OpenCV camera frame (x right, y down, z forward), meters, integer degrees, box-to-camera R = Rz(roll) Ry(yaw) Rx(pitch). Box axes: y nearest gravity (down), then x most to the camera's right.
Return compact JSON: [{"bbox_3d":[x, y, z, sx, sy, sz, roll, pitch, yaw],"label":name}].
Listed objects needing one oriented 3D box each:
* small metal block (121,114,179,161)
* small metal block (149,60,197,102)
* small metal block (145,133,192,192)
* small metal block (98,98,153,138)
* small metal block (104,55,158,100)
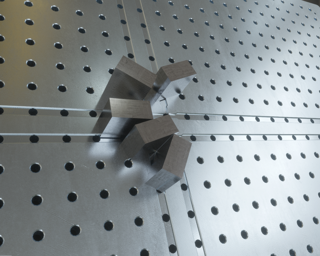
[{"bbox_3d":[-0.013,0.012,0.377,0.050,0.050,0.025,-19,72,-35],"label":"small metal block"},{"bbox_3d":[0.016,-0.067,0.441,0.050,0.050,0.025,-23,74,-36],"label":"small metal block"},{"bbox_3d":[0.010,0.042,0.371,0.025,0.050,0.050,29,52,-10],"label":"small metal block"},{"bbox_3d":[-0.043,-0.011,0.375,0.050,0.050,0.025,2,61,-27],"label":"small metal block"},{"bbox_3d":[-0.039,-0.059,0.407,0.050,0.050,0.025,29,52,-10],"label":"small metal block"}]
